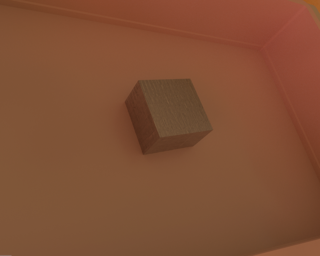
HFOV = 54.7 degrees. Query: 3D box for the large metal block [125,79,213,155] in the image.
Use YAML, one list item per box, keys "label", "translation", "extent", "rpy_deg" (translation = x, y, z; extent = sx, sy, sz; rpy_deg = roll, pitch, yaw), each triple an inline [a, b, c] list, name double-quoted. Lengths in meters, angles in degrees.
- label: "large metal block"
  translation: [0.010, -0.017, 0.407]
  extent: [0.081, 0.050, 0.080]
  rpy_deg: [-7, 66, -32]
